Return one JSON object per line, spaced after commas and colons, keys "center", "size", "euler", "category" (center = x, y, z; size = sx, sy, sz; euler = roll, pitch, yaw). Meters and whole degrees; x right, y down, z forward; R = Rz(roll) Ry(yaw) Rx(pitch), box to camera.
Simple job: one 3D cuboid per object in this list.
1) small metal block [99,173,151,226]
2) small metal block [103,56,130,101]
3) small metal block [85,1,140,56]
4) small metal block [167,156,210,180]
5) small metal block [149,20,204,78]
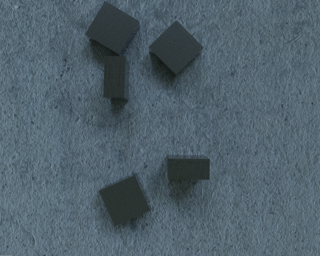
{"center": [-0.045, 0.093, 0.410], "size": [0.050, 0.025, 0.050], "euler": [-24, 90, 0], "category": "small metal block"}
{"center": [-0.055, -0.062, 0.397], "size": [0.025, 0.050, 0.050], "euler": [2, 90, 0], "category": "small metal block"}
{"center": [-0.062, -0.129, 0.409], "size": [0.050, 0.025, 0.050], "euler": [31, 90, 0], "category": "small metal block"}
{"center": [0.035, 0.049, 0.398], "size": [0.050, 0.050, 0.025], "euler": [1, 90, 0], "category": "small metal block"}
{"center": [0.021, -0.104, 0.410], "size": [0.050, 0.025, 0.050], "euler": [-45, 90, 0], "category": "small metal block"}
